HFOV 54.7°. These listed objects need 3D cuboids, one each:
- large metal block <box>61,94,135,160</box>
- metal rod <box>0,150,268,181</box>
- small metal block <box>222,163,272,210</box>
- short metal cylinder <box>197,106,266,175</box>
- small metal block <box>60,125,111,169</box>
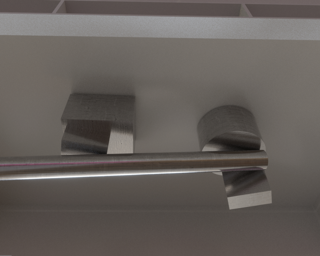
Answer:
[{"bbox_3d":[-0.073,0.005,0.392,0.081,0.050,0.079,2,130,-2],"label":"large metal block"},{"bbox_3d":[-0.024,0.041,0.349,0.302,0.025,0.025,-1,131,-10],"label":"metal rod"},{"bbox_3d":[0.106,0.069,0.384,0.050,0.050,0.025,-11,129,9],"label":"small metal block"},{"bbox_3d":[0.091,0.018,0.407,0.081,0.050,0.079,0,130,0],"label":"short metal cylinder"},{"bbox_3d":[-0.088,0.028,0.363,0.050,0.025,0.050,10,129,-9],"label":"small metal block"}]
